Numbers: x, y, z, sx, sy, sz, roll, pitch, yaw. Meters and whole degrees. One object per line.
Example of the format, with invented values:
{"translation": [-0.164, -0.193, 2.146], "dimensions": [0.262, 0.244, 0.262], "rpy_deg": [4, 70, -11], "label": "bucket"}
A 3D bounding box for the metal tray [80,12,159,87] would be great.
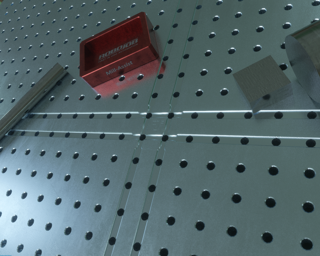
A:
{"translation": [-0.072, -0.132, 0.521], "dimensions": [0.130, 0.030, 0.090], "rpy_deg": [-21, 54, 15], "label": "metal tray"}

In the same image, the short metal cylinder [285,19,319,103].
{"translation": [0.175, -0.073, 0.326], "dimensions": [0.050, 0.080, 0.080], "rpy_deg": [-26, 53, 12], "label": "short metal cylinder"}

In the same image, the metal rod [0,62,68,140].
{"translation": [-0.281, -0.002, 0.553], "dimensions": [0.300, 0.025, 0.025], "rpy_deg": [-47, 52, -5], "label": "metal rod"}

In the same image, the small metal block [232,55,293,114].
{"translation": [0.124, -0.053, 0.375], "dimensions": [0.050, 0.025, 0.050], "rpy_deg": [-27, 53, 11], "label": "small metal block"}
